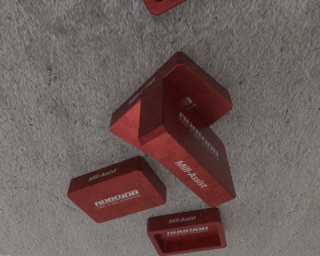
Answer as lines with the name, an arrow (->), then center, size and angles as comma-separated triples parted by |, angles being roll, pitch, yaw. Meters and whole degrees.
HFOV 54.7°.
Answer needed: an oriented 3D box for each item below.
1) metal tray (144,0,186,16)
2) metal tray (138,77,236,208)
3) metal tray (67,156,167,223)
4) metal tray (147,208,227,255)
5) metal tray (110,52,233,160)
metal tray -> 0.002, -0.173, 0.256 | 0.090, 0.030, 0.130 | -23, 127, 18
metal tray -> 0.031, 0.017, 0.338 | 0.030, 0.090, 0.130 | -31, 124, 23
metal tray -> -0.066, 0.100, 0.489 | 0.130, 0.030, 0.090 | -21, 128, 16
metal tray -> 0.050, 0.192, 0.567 | 0.131, 0.030, 0.090 | -12, 129, 9
metal tray -> 0.012, -0.020, 0.387 | 0.090, 0.030, 0.130 | 35, 122, -26
